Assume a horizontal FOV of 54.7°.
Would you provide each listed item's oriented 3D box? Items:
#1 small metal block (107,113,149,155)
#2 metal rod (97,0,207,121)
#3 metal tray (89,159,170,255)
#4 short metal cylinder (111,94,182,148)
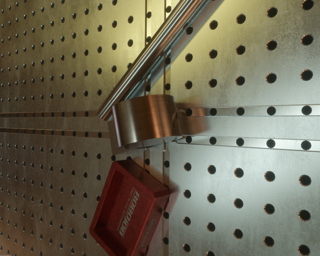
[{"bbox_3d":[-0.046,0.009,0.445,0.050,0.025,0.050,-17,79,38],"label":"small metal block"},{"bbox_3d":[0.003,-0.115,0.405,0.299,0.025,0.025,-47,63,29],"label":"metal rod"},{"bbox_3d":[-0.048,0.122,0.443,0.090,0.030,0.129,32,110,35],"label":"metal tray"},{"bbox_3d":[-0.016,-0.006,0.385,0.080,0.081,0.050,-17,79,38],"label":"short metal cylinder"}]
